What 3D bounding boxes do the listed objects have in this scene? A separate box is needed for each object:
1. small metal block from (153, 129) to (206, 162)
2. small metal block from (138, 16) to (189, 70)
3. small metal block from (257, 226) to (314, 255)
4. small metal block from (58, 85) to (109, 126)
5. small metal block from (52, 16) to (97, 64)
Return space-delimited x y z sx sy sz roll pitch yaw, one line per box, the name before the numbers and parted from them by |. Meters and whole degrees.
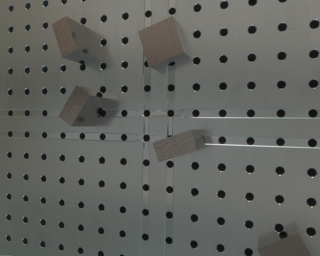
small metal block | 0.026 0.022 0.391 0.050 0.050 0.025 -19 84 19
small metal block | 0.005 -0.112 0.411 0.050 0.025 0.050 -19 84 19
small metal block | 0.149 0.150 0.360 0.050 0.025 0.050 -31 80 17
small metal block | -0.107 -0.030 0.438 0.025 0.050 0.050 37 102 16
small metal block | -0.121 -0.123 0.443 0.025 0.050 0.050 -21 83 19
